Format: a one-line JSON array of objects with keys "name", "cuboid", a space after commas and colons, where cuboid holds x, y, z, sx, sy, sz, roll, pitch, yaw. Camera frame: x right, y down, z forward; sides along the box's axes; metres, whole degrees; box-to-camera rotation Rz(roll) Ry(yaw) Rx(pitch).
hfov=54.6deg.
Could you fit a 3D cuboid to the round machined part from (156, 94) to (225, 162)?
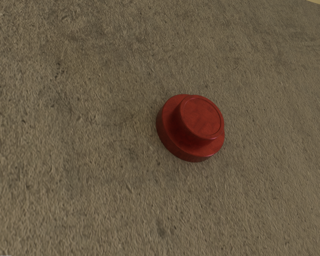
[{"name": "round machined part", "cuboid": [0.048, -0.006, 0.422, 0.099, 0.042, 0.098, 13, 56, -21]}]
